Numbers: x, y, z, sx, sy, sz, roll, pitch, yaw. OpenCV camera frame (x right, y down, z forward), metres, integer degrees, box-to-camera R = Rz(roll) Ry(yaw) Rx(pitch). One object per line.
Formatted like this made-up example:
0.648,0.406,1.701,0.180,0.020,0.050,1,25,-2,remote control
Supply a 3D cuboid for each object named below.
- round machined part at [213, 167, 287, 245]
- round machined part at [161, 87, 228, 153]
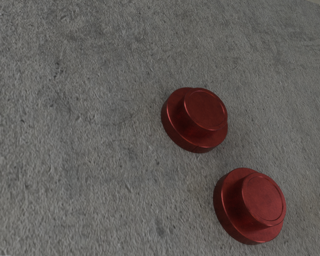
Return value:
0.122,0.096,0.399,0.099,0.042,0.098,14,56,-21,round machined part
0.054,-0.017,0.432,0.099,0.042,0.098,14,56,-21,round machined part
